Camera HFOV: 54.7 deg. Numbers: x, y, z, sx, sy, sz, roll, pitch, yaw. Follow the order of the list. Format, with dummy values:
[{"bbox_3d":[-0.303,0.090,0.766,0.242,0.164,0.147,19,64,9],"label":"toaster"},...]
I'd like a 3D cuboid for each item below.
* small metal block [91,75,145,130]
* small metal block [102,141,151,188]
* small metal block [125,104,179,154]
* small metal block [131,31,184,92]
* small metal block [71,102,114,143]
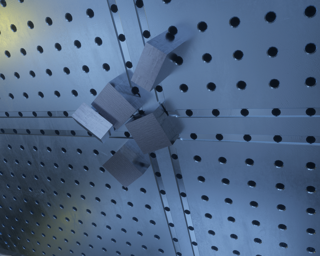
[{"bbox_3d":[-0.057,-0.033,0.419,0.050,0.025,0.050,45,129,-4],"label":"small metal block"},{"bbox_3d":[-0.051,0.057,0.472,0.050,0.025,0.050,45,129,-4],"label":"small metal block"},{"bbox_3d":[-0.011,0.003,0.417,0.050,0.025,0.050,-21,107,35],"label":"small metal block"},{"bbox_3d":[-0.002,-0.076,0.348,0.025,0.050,0.050,33,129,6],"label":"small metal block"},{"bbox_3d":[-0.093,-0.006,0.438,0.050,0.025,0.050,38,168,2],"label":"small metal block"}]
